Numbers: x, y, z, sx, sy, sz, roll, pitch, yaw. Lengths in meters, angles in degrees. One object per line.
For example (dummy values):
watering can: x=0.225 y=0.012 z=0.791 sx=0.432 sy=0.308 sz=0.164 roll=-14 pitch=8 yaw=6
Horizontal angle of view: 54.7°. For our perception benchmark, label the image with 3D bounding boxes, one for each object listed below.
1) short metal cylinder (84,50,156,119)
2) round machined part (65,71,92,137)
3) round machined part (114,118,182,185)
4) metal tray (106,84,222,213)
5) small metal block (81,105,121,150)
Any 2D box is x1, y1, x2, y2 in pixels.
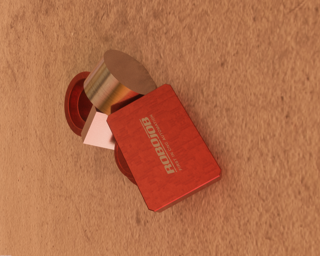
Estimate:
short metal cylinder: x=-0.053 y=-0.058 z=0.413 sx=0.050 sy=0.081 sz=0.080 roll=-45 pitch=63 yaw=30
round machined part: x=-0.100 y=-0.035 z=0.475 sx=0.098 sy=0.042 sz=0.097 roll=0 pitch=90 yaw=39
round machined part: x=-0.023 y=0.031 z=0.412 sx=0.098 sy=0.042 sz=0.097 roll=0 pitch=90 yaw=39
metal tray: x=0.003 y=0.022 z=0.370 sx=0.090 sy=0.030 sz=0.130 roll=-29 pitch=69 yaw=2
small metal block: x=-0.075 y=-0.001 z=0.426 sx=0.050 sy=0.050 sz=0.025 roll=-63 pitch=31 yaw=20
